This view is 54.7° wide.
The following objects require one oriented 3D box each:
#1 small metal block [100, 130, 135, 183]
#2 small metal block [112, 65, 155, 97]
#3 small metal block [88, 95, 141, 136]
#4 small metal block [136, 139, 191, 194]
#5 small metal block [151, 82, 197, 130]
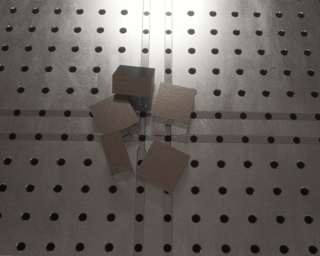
[{"bbox_3d":[-0.052,0.037,0.384,0.025,0.050,0.050,-18,71,-7],"label":"small metal block"},{"bbox_3d":[-0.035,-0.065,0.420,0.050,0.025,0.050,6,26,2],"label":"small metal block"},{"bbox_3d":[-0.060,-0.014,0.416,0.050,0.025,0.050,-27,73,-10],"label":"small metal block"},{"bbox_3d":[0.004,0.049,0.394,0.050,0.025,0.050,26,72,9],"label":"small metal block"},{"bbox_3d":[0.019,-0.031,0.423,0.050,0.025,0.050,13,70,4],"label":"small metal block"}]
